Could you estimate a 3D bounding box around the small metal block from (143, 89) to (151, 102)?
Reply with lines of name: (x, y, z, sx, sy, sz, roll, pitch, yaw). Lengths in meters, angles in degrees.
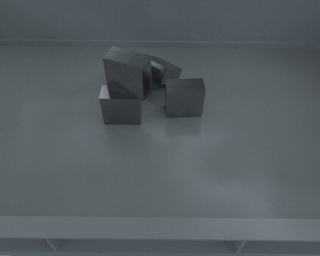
small metal block: (-0.040, -0.070, 0.448, 0.050, 0.050, 0.025, 32, 57, 23)

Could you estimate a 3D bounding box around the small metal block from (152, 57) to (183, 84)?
small metal block: (-0.002, -0.087, 0.463, 0.050, 0.025, 0.050, 30, 21, 22)

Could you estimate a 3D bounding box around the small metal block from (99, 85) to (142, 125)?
small metal block: (-0.051, -0.030, 0.413, 0.050, 0.050, 0.025, 1, 50, 0)

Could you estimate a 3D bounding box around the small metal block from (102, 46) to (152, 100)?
small metal block: (-0.039, -0.067, 0.380, 0.050, 0.050, 0.025, 17, 52, 14)

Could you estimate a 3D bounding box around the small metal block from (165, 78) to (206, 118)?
small metal block: (0.033, -0.040, 0.423, 0.050, 0.050, 0.025, -3, 50, -3)
